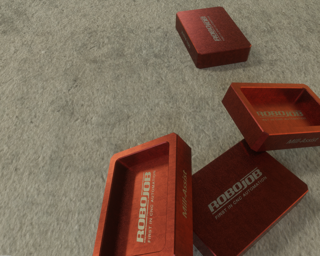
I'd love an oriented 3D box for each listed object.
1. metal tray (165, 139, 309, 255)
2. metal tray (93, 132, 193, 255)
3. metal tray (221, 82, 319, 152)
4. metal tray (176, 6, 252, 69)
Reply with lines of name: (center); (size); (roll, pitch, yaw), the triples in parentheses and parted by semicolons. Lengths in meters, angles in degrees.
metal tray: (0.082, 0.076, 0.337); (0.131, 0.030, 0.090); (-31, 57, -24)
metal tray: (-0.015, 0.075, 0.307); (0.090, 0.030, 0.130); (-21, 44, 27)
metal tray: (0.155, -0.018, 0.393); (0.131, 0.030, 0.090); (-3, 47, -23)
metal tray: (0.088, -0.160, 0.535); (0.091, 0.030, 0.130); (-11, 51, -10)
